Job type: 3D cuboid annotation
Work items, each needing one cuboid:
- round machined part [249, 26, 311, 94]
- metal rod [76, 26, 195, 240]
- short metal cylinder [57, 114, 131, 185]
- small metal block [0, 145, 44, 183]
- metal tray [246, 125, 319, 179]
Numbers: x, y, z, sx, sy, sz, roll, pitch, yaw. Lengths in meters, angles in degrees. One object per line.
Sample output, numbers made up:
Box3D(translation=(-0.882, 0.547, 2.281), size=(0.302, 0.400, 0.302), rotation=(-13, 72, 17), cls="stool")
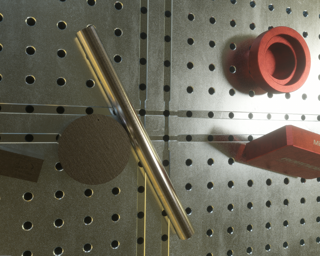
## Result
Box3D(translation=(0.175, -0.100, 0.470), size=(0.099, 0.042, 0.097), rotation=(0, 90, -21), cls="round machined part")
Box3D(translation=(-0.027, 0.014, 0.403), size=(0.025, 0.025, 0.299), rotation=(-29, 100, -18), cls="metal rod")
Box3D(translation=(-0.081, 0.024, 0.370), size=(0.081, 0.050, 0.079), rotation=(0, 90, -20), cls="short metal cylinder")
Box3D(translation=(-0.157, 0.038, 0.341), size=(0.050, 0.050, 0.025), rotation=(17, 84, -20), cls="small metal block")
Box3D(translation=(0.205, 0.040, 0.453), size=(0.131, 0.090, 0.030), rotation=(16, 64, -20), cls="metal tray")
